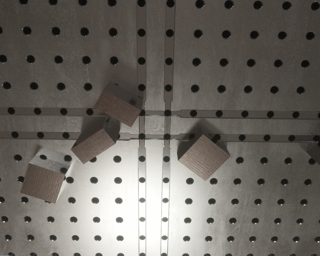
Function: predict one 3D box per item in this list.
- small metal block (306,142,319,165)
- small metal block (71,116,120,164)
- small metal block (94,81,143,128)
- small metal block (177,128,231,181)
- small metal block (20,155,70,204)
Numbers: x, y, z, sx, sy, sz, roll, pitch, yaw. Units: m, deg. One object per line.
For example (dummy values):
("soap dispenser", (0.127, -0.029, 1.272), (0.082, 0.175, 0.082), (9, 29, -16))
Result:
("small metal block", (0.236, 0.035, 0.416), (0.050, 0.050, 0.025), (-43, 105, 14))
("small metal block", (-0.082, 0.014, 0.404), (0.050, 0.050, 0.025), (-32, 107, 11))
("small metal block", (-0.050, -0.031, 0.388), (0.050, 0.050, 0.025), (29, 107, -11))
("small metal block", (0.060, 0.037, 0.428), (0.050, 0.025, 0.050), (38, 105, -13))
("small metal block", (-0.162, 0.073, 0.438), (0.050, 0.025, 0.050), (21, 109, -8))
